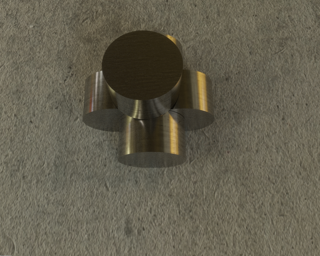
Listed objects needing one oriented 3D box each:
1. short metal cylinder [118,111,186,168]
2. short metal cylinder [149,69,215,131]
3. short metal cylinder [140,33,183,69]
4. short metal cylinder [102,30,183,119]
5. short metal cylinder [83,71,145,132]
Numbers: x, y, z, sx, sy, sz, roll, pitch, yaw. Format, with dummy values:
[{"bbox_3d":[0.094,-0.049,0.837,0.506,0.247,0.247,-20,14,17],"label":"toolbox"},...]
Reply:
[{"bbox_3d":[-0.009,0.015,0.374,0.081,0.080,0.050,0,70,-1],"label":"short metal cylinder"},{"bbox_3d":[0.027,-0.032,0.392,0.081,0.080,0.050,0,70,-1],"label":"short metal cylinder"},{"bbox_3d":[-0.009,-0.080,0.409,0.081,0.080,0.050,-2,70,-1],"label":"short metal cylinder"},{"bbox_3d":[-0.017,-0.055,0.331,0.081,0.050,0.080,0,70,0],"label":"short metal cylinder"},{"bbox_3d":[-0.055,-0.031,0.391,0.081,0.080,0.050,-1,70,-1],"label":"short metal cylinder"}]
